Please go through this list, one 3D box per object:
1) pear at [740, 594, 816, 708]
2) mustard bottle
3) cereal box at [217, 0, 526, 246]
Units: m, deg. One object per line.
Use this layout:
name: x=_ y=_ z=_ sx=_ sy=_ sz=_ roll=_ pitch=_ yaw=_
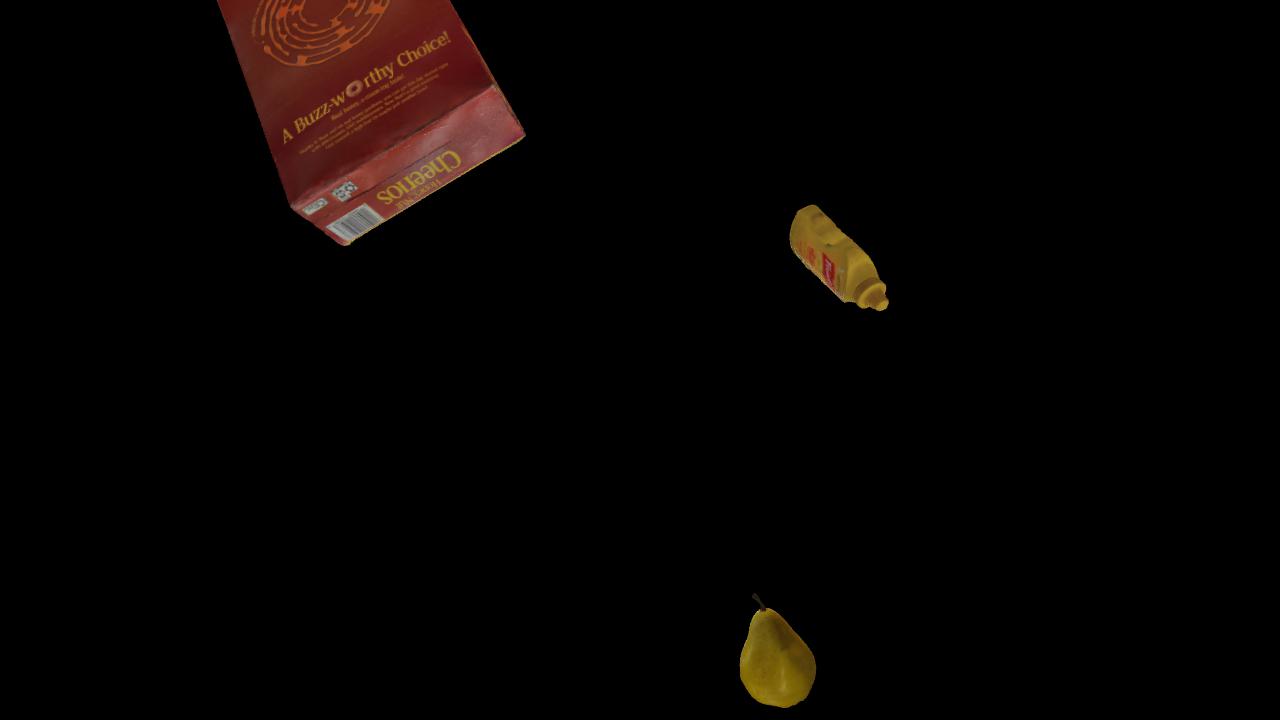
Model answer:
pear: x=0.145 y=0.303 z=0.654 sx=0.080 sy=0.111 sz=0.080 roll=-3 pitch=1 yaw=0
mustard bottle: x=0.275 y=-0.129 z=0.838 sx=0.054 sy=0.184 sz=0.092 roll=-21 pitch=-40 yaw=-11
cereal box: x=-0.263 y=-0.285 z=0.585 sx=0.203 sy=0.306 sz=0.081 roll=-31 pitch=-21 yaw=2
